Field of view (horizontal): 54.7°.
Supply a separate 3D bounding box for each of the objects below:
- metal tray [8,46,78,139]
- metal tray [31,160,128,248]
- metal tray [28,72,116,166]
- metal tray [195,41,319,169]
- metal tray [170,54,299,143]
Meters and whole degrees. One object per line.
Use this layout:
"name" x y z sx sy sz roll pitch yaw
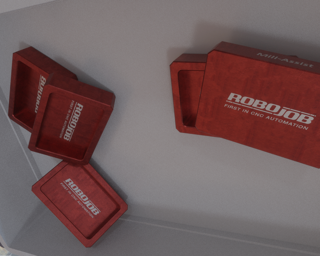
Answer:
"metal tray" -0.182 -0.045 0.473 0.090 0.030 0.129 33 129 6
"metal tray" -0.128 0.113 0.500 0.130 0.090 0.030 49 156 -6
"metal tray" -0.128 -0.007 0.442 0.091 0.030 0.129 19 129 -16
"metal tray" 0.105 -0.023 0.296 0.130 0.030 0.089 18 126 17
"metal tray" 0.080 -0.033 0.342 0.130 0.030 0.089 7 122 24
